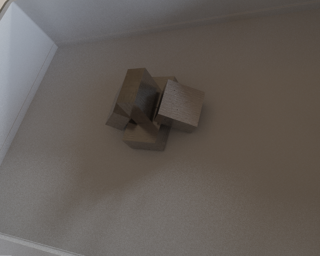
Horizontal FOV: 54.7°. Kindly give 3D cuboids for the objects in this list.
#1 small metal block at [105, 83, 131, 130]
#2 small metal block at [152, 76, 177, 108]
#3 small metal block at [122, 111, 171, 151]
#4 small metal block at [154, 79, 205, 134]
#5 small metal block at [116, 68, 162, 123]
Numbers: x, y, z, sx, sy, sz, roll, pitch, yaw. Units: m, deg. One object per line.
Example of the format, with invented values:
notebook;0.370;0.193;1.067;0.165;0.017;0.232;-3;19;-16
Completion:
small metal block;-0.052;-0.030;0.432;0.050;0.025;0.050;139;150;-62
small metal block;-0.004;-0.044;0.431;0.050;0.025;0.050;3;63;29
small metal block;-0.016;0.001;0.411;0.050;0.025;0.050;3;63;29
small metal block;0.025;-0.027;0.392;0.050;0.025;0.050;19;67;-7
small metal block;-0.025;-0.040;0.392;0.025;0.050;0.050;1;62;28
